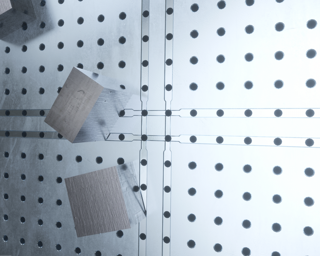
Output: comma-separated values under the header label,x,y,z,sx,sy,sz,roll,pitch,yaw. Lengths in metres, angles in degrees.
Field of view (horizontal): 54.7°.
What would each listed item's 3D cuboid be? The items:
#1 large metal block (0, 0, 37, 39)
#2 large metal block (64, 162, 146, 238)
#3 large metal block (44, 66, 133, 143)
label,x,y,z,sx,sy,sz,roll,pitch,yaw
large metal block,-0.253,-0.198,0.486,0.080,0.050,0.080,-20,84,18
large metal block,-0.074,0.096,0.424,0.080,0.050,0.080,-16,85,19
large metal block,-0.093,-0.028,0.415,0.050,0.080,0.080,35,101,16
